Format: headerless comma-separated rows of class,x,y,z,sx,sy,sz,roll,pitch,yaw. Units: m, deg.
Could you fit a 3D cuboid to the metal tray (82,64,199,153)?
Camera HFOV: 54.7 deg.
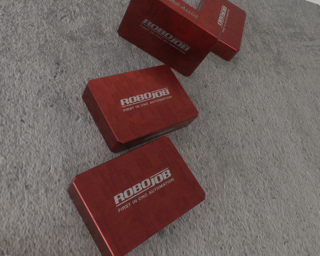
metal tray,-0.023,-0.030,0.406,0.131,0.030,0.090,-20,72,-35

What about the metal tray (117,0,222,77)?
metal tray,0.012,-0.142,0.455,0.130,0.090,0.030,30,52,-9

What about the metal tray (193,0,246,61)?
metal tray,0.109,-0.194,0.577,0.090,0.030,0.130,28,52,-11

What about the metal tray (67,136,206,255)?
metal tray,-0.022,0.072,0.345,0.131,0.030,0.090,-23,74,-36
